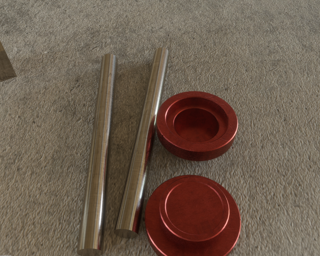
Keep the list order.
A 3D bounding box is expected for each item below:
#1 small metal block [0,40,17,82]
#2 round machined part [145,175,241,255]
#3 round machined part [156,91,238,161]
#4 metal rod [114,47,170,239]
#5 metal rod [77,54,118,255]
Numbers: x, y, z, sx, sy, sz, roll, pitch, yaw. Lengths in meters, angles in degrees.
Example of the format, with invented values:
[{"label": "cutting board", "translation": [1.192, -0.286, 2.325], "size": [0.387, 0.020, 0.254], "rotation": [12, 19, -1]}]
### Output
[{"label": "small metal block", "translation": [-0.248, -0.108, 0.476], "size": [0.025, 0.050, 0.050], "rotation": [-25, 55, -20]}, {"label": "round machined part", "translation": [0.034, 0.089, 0.317], "size": [0.099, 0.042, 0.098], "rotation": [0, 50, 0]}, {"label": "round machined part", "translation": [0.045, 0.002, 0.391], "size": [0.099, 0.042, 0.098], "rotation": [0, 50, 0]}, {"label": "metal rod", "translation": [-0.016, -0.007, 0.408], "size": [0.025, 0.025, 0.300], "rotation": [6, 50, 5]}, {"label": "metal rod", "translation": [-0.074, 0.006, 0.397], "size": [0.025, 0.025, 0.300], "rotation": [-2, 50, -2]}]
